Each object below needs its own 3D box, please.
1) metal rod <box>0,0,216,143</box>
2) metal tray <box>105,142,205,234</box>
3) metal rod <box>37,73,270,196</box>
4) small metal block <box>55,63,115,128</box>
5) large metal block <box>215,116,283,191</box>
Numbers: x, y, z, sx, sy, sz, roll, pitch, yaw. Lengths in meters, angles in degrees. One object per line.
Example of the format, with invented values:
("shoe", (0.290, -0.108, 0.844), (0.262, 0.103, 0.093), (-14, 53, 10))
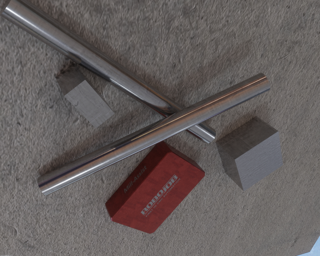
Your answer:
("metal rod", (-0.030, -0.048, 0.361), (0.301, 0.025, 0.025), (30, 101, -38))
("metal tray", (-0.006, 0.091, 0.459), (0.130, 0.030, 0.090), (-50, 129, 7))
("metal rod", (-0.005, 0.006, 0.381), (0.301, 0.025, 0.025), (-25, 128, -3))
("small metal block", (-0.079, -0.035, 0.327), (0.025, 0.050, 0.050), (-39, 130, -2))
("large metal block", (0.145, 0.041, 0.498), (0.080, 0.050, 0.080), (-31, 129, -8))
